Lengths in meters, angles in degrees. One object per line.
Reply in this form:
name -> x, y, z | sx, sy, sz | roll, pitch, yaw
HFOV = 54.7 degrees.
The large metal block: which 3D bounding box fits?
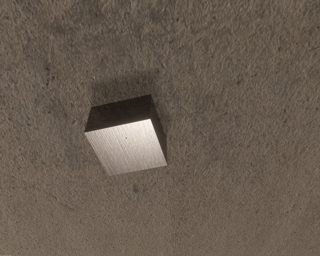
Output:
large metal block -> -0.040, 0.011, 0.399 | 0.080, 0.050, 0.080 | -12, 130, 9
